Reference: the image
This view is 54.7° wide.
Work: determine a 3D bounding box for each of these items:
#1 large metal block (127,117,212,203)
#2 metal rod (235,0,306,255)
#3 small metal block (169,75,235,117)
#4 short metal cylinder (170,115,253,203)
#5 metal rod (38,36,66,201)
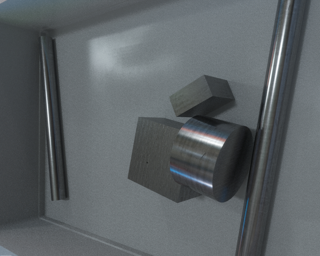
[{"bbox_3d":[0.013,0.034,0.379,0.080,0.050,0.079,18,101,38],"label":"large metal block"},{"bbox_3d":[0.110,0.007,0.314,0.025,0.025,0.298,13,98,39],"label":"metal rod"},{"bbox_3d":[0.048,-0.034,0.350,0.050,0.050,0.025,-30,72,36],"label":"small metal block"},{"bbox_3d":[0.055,0.030,0.324,0.050,0.081,0.079,18,101,38],"label":"short metal cylinder"},{"bbox_3d":[-0.197,-0.020,0.565,0.025,0.025,0.298,-11,83,39],"label":"metal rod"}]
